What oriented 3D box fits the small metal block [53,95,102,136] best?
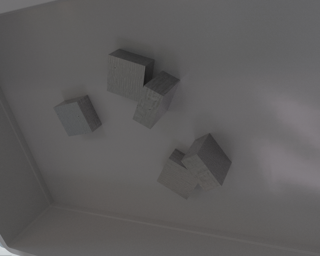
[{"bbox_3d":[-0.123,-0.018,0.463,0.050,0.025,0.050,-9,114,32],"label":"small metal block"}]

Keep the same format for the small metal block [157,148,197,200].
[{"bbox_3d":[0.030,0.065,0.433,0.050,0.025,0.050,31,128,8],"label":"small metal block"}]

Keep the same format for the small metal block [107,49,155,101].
[{"bbox_3d":[-0.037,-0.066,0.388,0.050,0.025,0.050,20,126,16],"label":"small metal block"}]

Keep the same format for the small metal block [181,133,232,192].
[{"bbox_3d":[0.059,0.042,0.387,0.025,0.050,0.050,-30,102,38],"label":"small metal block"}]

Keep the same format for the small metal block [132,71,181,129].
[{"bbox_3d":[-0.004,-0.034,0.373,0.025,0.050,0.050,30,128,9],"label":"small metal block"}]
